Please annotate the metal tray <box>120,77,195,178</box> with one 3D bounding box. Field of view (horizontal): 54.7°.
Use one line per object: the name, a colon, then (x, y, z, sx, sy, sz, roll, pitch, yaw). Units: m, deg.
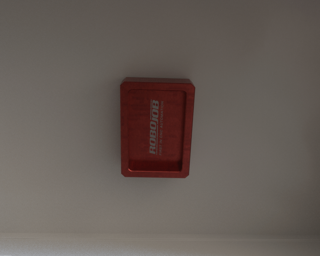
metal tray: (-0.005, 0.001, 0.406, 0.091, 0.030, 0.129, 1, 110, -2)
